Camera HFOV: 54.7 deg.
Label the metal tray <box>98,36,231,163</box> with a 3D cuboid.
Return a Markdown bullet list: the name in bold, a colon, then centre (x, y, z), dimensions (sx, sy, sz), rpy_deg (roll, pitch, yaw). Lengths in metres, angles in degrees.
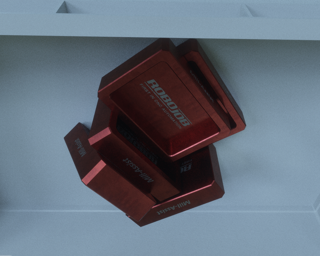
- **metal tray**: centre (0.008, -0.024, 0.344), dimensions (0.090, 0.030, 0.130), rpy_deg (-29, 124, 22)

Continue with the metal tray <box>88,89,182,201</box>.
- **metal tray**: centre (-0.024, 0.019, 0.379), dimensions (0.030, 0.090, 0.130), rpy_deg (-30, 124, 22)

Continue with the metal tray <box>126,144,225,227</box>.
- **metal tray**: centre (0.017, 0.072, 0.426), dimensions (0.130, 0.090, 0.030), rpy_deg (-26, 126, 20)

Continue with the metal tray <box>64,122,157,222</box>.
- **metal tray**: centre (-0.065, 0.049, 0.381), dimensions (0.030, 0.130, 0.090), rpy_deg (-47, 121, -3)

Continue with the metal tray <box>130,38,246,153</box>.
- **metal tray**: centre (0.036, -0.032, 0.379), dimensions (0.090, 0.030, 0.130), rpy_deg (-26, 125, 22)
